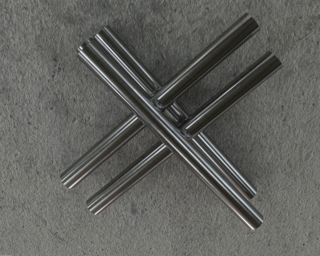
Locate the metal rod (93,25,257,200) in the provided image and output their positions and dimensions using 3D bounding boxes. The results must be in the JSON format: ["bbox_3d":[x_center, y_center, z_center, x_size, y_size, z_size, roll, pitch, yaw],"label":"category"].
[{"bbox_3d":[0.029,-0.010,0.408,0.025,0.025,0.300,-40,106,13],"label":"metal rod"}]

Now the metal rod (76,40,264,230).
[{"bbox_3d":[0.023,0.019,0.365,0.025,0.025,0.300,-41,106,13],"label":"metal rod"}]

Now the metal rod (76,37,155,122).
[{"bbox_3d":[0.008,0.004,0.412,0.025,0.025,0.300,-40,106,13],"label":"metal rod"}]

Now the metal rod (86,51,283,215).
[{"bbox_3d":[0.021,0.014,0.390,0.300,0.025,0.025,-40,106,13],"label":"metal rod"}]

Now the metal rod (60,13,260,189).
[{"bbox_3d":[-0.010,-0.024,0.375,0.300,0.025,0.025,-40,106,13],"label":"metal rod"}]
